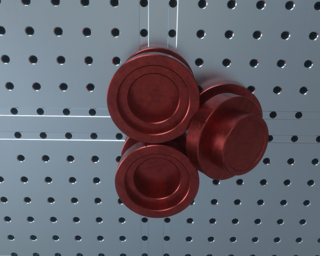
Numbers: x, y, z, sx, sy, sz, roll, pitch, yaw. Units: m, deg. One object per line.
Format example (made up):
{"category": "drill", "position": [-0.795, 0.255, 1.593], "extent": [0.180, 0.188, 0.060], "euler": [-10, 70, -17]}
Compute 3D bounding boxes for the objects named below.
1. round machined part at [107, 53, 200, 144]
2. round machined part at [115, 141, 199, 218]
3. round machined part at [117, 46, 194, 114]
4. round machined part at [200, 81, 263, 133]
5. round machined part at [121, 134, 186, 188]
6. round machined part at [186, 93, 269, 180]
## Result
{"category": "round machined part", "position": [-0.007, -0.035, 0.346], "extent": [0.099, 0.042, 0.097], "euler": [0, 110, 0]}
{"category": "round machined part", "position": [-0.003, 0.057, 0.380], "extent": [0.099, 0.042, 0.097], "euler": [0, 110, 0]}
{"category": "round machined part", "position": [-0.005, -0.050, 0.387], "extent": [0.099, 0.042, 0.097], "euler": [0, 110, 0]}
{"category": "round machined part", "position": [0.084, -0.009, 0.402], "extent": [0.099, 0.042, 0.097], "euler": [0, 110, 0]}
{"category": "round machined part", "position": [-0.004, 0.042, 0.420], "extent": [0.099, 0.042, 0.097], "euler": [0, 110, 0]}
{"category": "round machined part", "position": [0.081, 0.013, 0.342], "extent": [0.099, 0.042, 0.097], "euler": [-12, 113, -30]}
